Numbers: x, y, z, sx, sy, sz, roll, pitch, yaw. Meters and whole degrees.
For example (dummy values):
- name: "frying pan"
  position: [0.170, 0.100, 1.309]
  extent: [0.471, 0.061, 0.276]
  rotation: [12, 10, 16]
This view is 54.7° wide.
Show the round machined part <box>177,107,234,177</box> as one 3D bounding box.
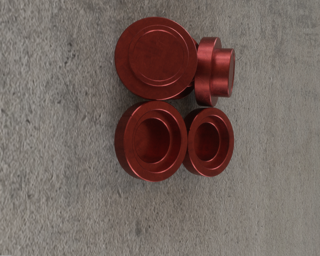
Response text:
- name: "round machined part"
  position: [0.060, 0.020, 0.448]
  extent: [0.099, 0.042, 0.097]
  rotation: [0, 90, -40]

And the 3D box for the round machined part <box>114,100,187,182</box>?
- name: "round machined part"
  position: [-0.015, 0.015, 0.384]
  extent: [0.099, 0.042, 0.097]
  rotation: [0, 90, -40]

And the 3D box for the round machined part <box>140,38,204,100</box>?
- name: "round machined part"
  position: [0.020, -0.087, 0.413]
  extent: [0.099, 0.042, 0.097]
  rotation: [0, 90, -40]

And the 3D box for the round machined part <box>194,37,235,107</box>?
- name: "round machined part"
  position: [0.081, -0.078, 0.437]
  extent: [0.098, 0.042, 0.097]
  rotation: [5, 91, -71]

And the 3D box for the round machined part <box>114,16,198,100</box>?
- name: "round machined part"
  position: [-0.004, -0.081, 0.363]
  extent: [0.099, 0.042, 0.097]
  rotation: [0, 93, -7]
